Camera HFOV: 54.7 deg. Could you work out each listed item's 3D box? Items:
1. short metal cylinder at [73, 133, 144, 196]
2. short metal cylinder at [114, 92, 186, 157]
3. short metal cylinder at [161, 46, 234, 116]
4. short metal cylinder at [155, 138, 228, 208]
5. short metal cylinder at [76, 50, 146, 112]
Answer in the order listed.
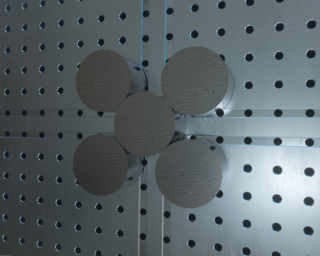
[{"bbox_3d":[-0.069,0.047,0.421,0.080,0.050,0.079,0,90,19],"label":"short metal cylinder"},{"bbox_3d":[-0.012,-0.005,0.402,0.080,0.050,0.079,0,90,19],"label":"short metal cylinder"},{"bbox_3d":[0.047,-0.054,0.380,0.080,0.050,0.079,0,90,19],"label":"short metal cylinder"},{"bbox_3d":[0.040,0.053,0.384,0.080,0.050,0.079,0,90,19],"label":"short metal cylinder"},{"bbox_3d":[-0.065,-0.061,0.420,0.080,0.050,0.079,0,90,19],"label":"short metal cylinder"}]
